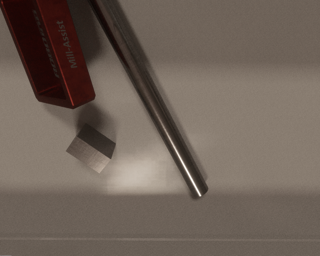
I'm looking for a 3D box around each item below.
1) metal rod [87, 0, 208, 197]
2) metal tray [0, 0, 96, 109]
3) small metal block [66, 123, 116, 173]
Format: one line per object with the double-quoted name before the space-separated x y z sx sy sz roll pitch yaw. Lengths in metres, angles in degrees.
"metal rod" -0.009 -0.034 0.398 0.025 0.025 0.299 -25 109 8
"metal tray" -0.125 -0.090 0.339 0.030 0.090 0.129 -33 121 -37
"small metal block" -0.089 0.025 0.406 0.050 0.050 0.025 36 106 -13
